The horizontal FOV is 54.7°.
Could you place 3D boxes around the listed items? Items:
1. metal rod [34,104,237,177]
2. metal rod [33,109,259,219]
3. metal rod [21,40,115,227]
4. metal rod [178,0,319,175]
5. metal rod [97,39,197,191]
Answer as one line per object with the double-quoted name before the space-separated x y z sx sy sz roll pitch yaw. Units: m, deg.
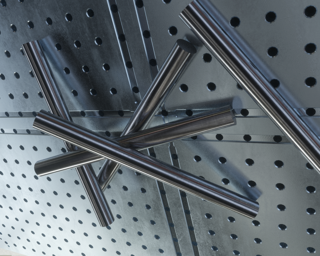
"metal rod" -0.049 0.023 0.415 0.300 0.025 0.025 -16 110 22
"metal rod" -0.011 0.049 0.394 0.301 0.025 0.025 24 129 -8
"metal rod" -0.134 0.018 0.469 0.025 0.025 0.298 -10 107 32
"metal rod" 0.131 -0.015 0.332 0.300 0.025 0.025 47 129 -5
"metal rod" -0.038 0.005 0.432 0.025 0.025 0.298 37 129 3
